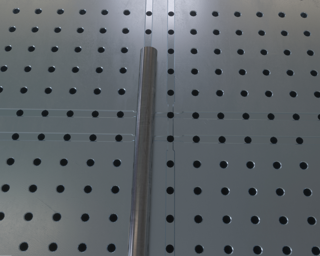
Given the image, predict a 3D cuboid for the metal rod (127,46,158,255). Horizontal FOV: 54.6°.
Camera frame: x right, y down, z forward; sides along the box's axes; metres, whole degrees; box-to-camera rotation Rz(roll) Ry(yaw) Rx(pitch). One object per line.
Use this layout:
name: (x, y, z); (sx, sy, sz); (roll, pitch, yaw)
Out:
metal rod: (-0.021, 0.029, 0.401); (0.025, 0.025, 0.299); (2, 70, 1)
